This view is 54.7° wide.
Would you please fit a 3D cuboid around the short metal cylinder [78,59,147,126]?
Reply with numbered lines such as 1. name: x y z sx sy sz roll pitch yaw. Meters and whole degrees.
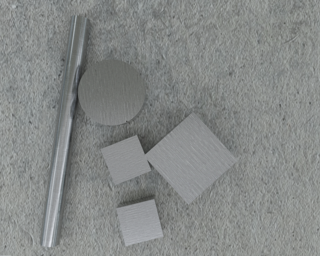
1. short metal cylinder: -0.058 -0.043 0.397 0.081 0.050 0.079 0 90 -1

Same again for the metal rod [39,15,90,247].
1. metal rod: -0.125 0.004 0.408 0.025 0.025 0.298 8 90 -1

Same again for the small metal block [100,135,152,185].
1. small metal block: -0.044 0.041 0.409 0.050 0.025 0.050 -22 90 0

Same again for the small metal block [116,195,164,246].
1. small metal block: -0.026 0.121 0.410 0.050 0.025 0.050 -14 90 -1

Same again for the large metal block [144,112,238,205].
1. large metal block: 0.037 0.036 0.398 0.080 0.050 0.080 -42 91 0
